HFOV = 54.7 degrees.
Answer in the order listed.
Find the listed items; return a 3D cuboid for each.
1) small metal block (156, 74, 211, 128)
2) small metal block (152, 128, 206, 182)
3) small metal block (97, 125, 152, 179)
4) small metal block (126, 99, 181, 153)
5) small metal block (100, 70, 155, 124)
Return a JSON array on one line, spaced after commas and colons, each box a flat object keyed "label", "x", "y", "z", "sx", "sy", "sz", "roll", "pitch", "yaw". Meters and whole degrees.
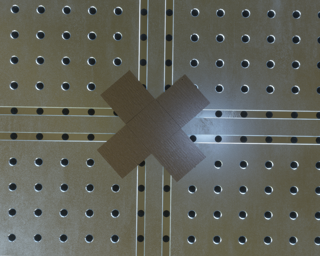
[{"label": "small metal block", "x": 0.030, "y": -0.035, "z": 0.413, "sx": 0.050, "sy": 0.025, "sz": 0.050, "roll": -41, "pitch": 91, "yaw": 0}, {"label": "small metal block", "x": 0.025, "y": 0.035, "z": 0.414, "sx": 0.050, "sy": 0.025, "sz": 0.050, "roll": -41, "pitch": 91, "yaw": 0}, {"label": "small metal block", "x": -0.046, "y": 0.031, "z": 0.413, "sx": 0.050, "sy": 0.025, "sz": 0.050, "roll": -41, "pitch": 91, "yaw": 0}, {"label": "small metal block", "x": -0.009, "y": -0.002, "z": 0.412, "sx": 0.050, "sy": 0.025, "sz": 0.050, "roll": -41, "pitch": 91, "yaw": 0}, {"label": "small metal block", "x": -0.042, "y": -0.040, "z": 0.413, "sx": 0.050, "sy": 0.025, "sz": 0.050, "roll": -41, "pitch": 91, "yaw": 0}]
